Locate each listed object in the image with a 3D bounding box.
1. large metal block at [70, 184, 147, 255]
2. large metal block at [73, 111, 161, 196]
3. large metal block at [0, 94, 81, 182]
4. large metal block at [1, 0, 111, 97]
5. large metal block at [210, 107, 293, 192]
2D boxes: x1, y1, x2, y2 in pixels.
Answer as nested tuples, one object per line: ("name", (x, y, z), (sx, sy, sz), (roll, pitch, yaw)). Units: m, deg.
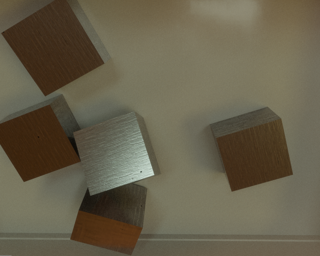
("large metal block", (-0.066, 0.114, 0.421), (0.080, 0.080, 0.050), (18, 115, -7))
("large metal block", (-0.052, 0.033, 0.392), (0.080, 0.050, 0.080), (-19, 80, 6))
("large metal block", (-0.151, 0.012, 0.401), (0.080, 0.050, 0.080), (-20, 109, 7))
("large metal block", (-0.116, -0.095, 0.362), (0.080, 0.050, 0.080), (-27, 108, 9))
("large metal block", (0.119, 0.027, 0.409), (0.080, 0.050, 0.080), (-17, 109, 6))
